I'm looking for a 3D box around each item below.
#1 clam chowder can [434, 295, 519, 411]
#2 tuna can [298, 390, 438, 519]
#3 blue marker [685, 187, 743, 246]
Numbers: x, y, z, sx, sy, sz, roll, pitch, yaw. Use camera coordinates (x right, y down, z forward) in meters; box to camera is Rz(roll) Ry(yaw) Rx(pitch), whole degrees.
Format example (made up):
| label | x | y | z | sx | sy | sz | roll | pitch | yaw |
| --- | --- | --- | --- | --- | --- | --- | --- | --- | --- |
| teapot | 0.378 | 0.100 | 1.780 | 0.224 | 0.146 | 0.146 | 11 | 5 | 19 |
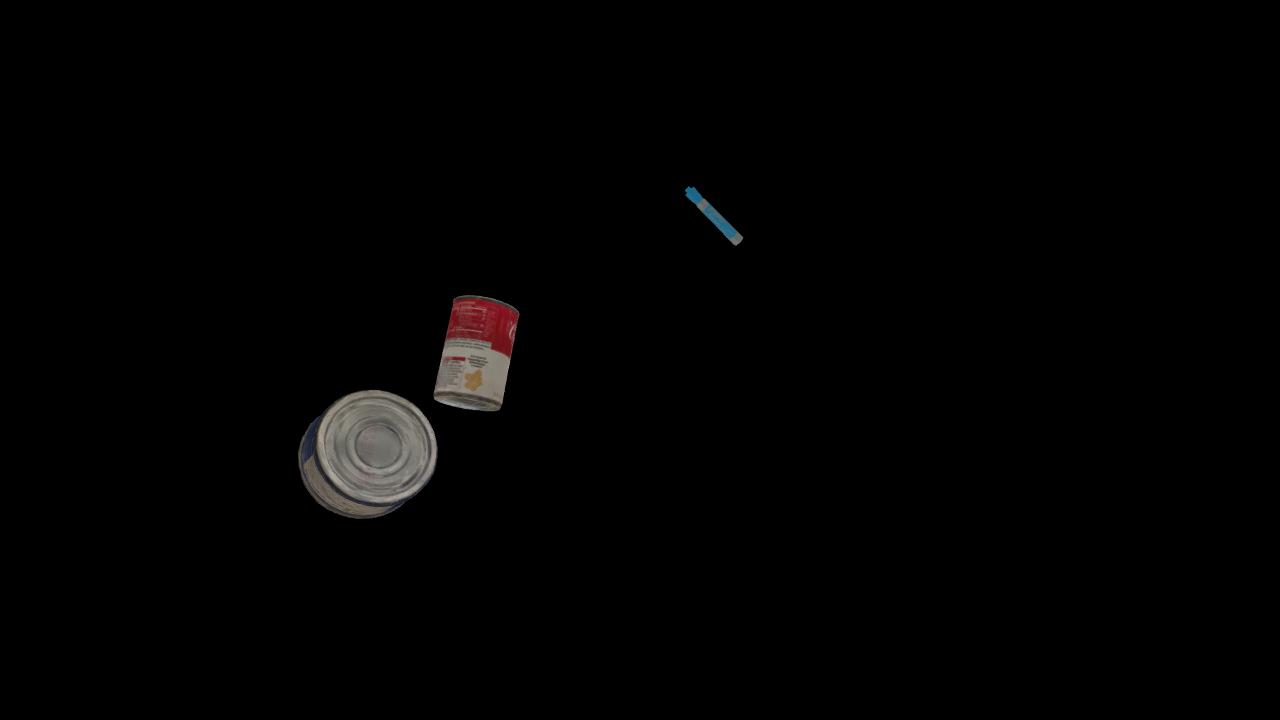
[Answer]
| label | x | y | z | sx | sy | sz | roll | pitch | yaw |
| --- | --- | --- | --- | --- | --- | --- | --- | --- | --- |
| clam chowder can | -0.163 | -0.005 | 0.614 | 0.068 | 0.102 | 0.068 | 7 | -16 | 2 |
| tuna can | -0.184 | 0.063 | 0.423 | 0.084 | 0.084 | 0.034 | 0 | -25 | -46 |
| blue marker | 0.117 | -0.230 | 0.977 | 0.121 | 0.020 | 0.020 | 41 | -14 | -16 |
